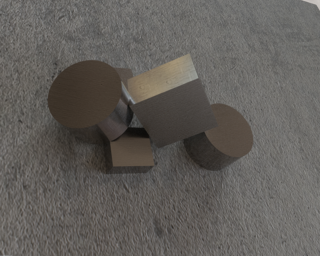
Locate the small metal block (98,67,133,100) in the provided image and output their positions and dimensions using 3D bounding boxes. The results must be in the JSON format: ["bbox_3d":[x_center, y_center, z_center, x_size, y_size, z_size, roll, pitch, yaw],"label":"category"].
[{"bbox_3d":[-0.060,-0.052,0.405,0.050,0.025,0.050,-1,62,-29],"label":"small metal block"}]

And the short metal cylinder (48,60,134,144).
[{"bbox_3d":[-0.074,-0.028,0.344,0.080,0.050,0.080,-3,68,9],"label":"short metal cylinder"}]

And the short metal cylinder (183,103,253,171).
[{"bbox_3d":[0.079,0.013,0.426,0.081,0.050,0.080,14,56,-21],"label":"short metal cylinder"}]

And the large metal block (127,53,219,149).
[{"bbox_3d":[0.016,-0.030,0.375,0.050,0.080,0.080,-100,164,-45],"label":"large metal block"}]

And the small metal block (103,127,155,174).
[{"bbox_3d":[-0.039,0.027,0.369,0.050,0.025,0.050,3,61,-27],"label":"small metal block"}]
